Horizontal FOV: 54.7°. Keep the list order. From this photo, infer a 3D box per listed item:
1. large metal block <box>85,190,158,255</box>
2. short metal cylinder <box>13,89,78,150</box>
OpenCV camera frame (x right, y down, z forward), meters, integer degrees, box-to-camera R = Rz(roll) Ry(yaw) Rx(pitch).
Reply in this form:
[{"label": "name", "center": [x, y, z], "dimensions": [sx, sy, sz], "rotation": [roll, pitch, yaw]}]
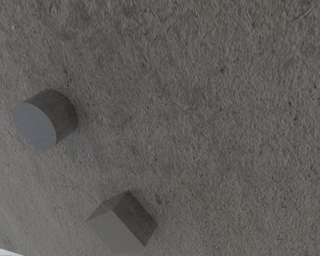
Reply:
[{"label": "large metal block", "center": [-0.065, 0.162, 0.525], "dimensions": [0.080, 0.050, 0.080], "rotation": [-32, 101, 38]}, {"label": "short metal cylinder", "center": [-0.174, -0.013, 0.475], "dimensions": [0.080, 0.050, 0.079], "rotation": [13, 124, 21]}]
